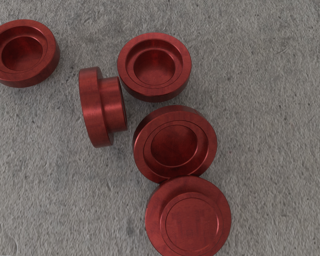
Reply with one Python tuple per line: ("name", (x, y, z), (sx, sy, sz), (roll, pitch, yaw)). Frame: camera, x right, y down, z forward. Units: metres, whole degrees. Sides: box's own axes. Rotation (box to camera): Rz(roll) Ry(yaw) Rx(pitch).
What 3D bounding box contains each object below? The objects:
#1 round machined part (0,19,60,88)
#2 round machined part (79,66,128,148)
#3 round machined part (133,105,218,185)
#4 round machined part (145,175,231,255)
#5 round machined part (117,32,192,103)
("round machined part", (-0.189, -0.099, 0.434), (0.099, 0.042, 0.098), (0, 70, 0))
("round machined part", (-0.066, -0.027, 0.379), (0.042, 0.098, 0.098), (-10, 70, -3))
("round machined part", (0.016, 0.017, 0.374), (0.099, 0.097, 0.042), (-4, 25, -9))
("round machined part", (0.032, 0.103, 0.348), (0.099, 0.042, 0.097), (0, 86, -4))
("round machined part", (-0.007, -0.079, 0.428), (0.099, 0.042, 0.098), (0, 70, 0))
